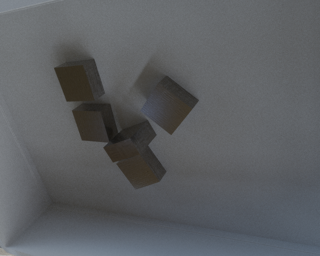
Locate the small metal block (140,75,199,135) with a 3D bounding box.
[{"bbox_3d":[0.011,-0.028,0.384,0.050,0.025,0.050,38,129,2],"label":"small metal block"}]

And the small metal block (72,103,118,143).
[{"bbox_3d":[-0.094,-0.008,0.451,0.050,0.025,0.050,3,120,26],"label":"small metal block"}]

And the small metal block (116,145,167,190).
[{"bbox_3d":[-0.027,0.059,0.458,0.050,0.025,0.050,-25,105,36],"label":"small metal block"}]

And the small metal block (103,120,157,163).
[{"bbox_3d":[-0.040,0.018,0.423,0.050,0.050,0.025,-19,108,35],"label":"small metal block"}]

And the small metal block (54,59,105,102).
[{"bbox_3d":[-0.110,-0.065,0.425,0.050,0.025,0.050,1,119,27],"label":"small metal block"}]
